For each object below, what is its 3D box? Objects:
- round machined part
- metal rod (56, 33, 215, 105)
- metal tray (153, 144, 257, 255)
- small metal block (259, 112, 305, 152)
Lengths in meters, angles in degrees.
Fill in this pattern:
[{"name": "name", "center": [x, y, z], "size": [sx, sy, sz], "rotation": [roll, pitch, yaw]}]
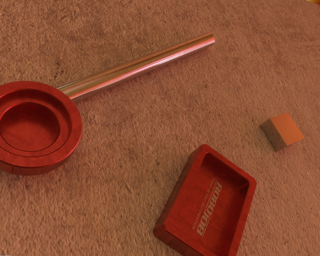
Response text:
[{"name": "round machined part", "center": [-0.134, 0.003, 0.319], "size": [0.099, 0.042, 0.098], "rotation": [14, 56, -21]}, {"name": "metal rod", "center": [-0.017, -0.094, 0.451], "size": [0.302, 0.025, 0.025], "rotation": [-31, 79, -38]}, {"name": "metal tray", "center": [0.060, 0.093, 0.375], "size": [0.090, 0.030, 0.130], "rotation": [36, 51, -5]}, {"name": "small metal block", "center": [0.200, 0.006, 0.507], "size": [0.050, 0.025, 0.050], "rotation": [-15, 70, -34]}]
